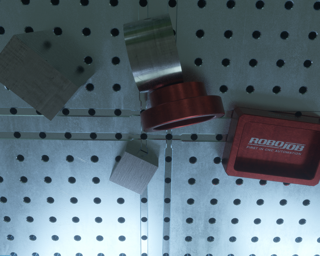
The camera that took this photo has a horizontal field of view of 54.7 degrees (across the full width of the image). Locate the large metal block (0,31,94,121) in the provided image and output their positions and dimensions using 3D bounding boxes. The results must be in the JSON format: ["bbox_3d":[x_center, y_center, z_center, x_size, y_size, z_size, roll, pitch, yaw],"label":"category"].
[{"bbox_3d":[-0.132,-0.064,0.359,0.080,0.080,0.050,40,105,-14],"label":"large metal block"}]

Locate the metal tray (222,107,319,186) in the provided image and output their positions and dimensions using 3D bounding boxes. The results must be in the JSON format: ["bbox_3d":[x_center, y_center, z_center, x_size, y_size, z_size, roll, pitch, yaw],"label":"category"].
[{"bbox_3d":[0.159,0.026,0.421,0.131,0.030,0.089,8,110,-3],"label":"metal tray"}]

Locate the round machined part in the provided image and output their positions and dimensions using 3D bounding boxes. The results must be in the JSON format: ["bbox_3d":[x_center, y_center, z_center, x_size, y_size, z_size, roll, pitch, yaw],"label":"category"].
[{"bbox_3d":[0.024,-0.026,0.371,0.098,0.098,0.042,-12,84,4],"label":"round machined part"}]

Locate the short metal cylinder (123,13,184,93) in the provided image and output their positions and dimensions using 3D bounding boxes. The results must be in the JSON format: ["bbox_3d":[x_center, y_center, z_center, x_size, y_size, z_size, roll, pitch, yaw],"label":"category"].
[{"bbox_3d":[-0.006,-0.084,0.353,0.050,0.080,0.080,-12,110,4],"label":"short metal cylinder"}]

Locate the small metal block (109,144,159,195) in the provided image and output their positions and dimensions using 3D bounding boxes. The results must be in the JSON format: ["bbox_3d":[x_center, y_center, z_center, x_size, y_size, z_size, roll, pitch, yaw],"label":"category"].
[{"bbox_3d":[-0.036,0.058,0.434,0.050,0.025,0.050,27,108,-10],"label":"small metal block"}]
